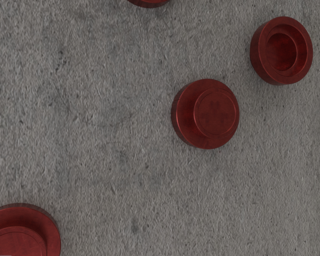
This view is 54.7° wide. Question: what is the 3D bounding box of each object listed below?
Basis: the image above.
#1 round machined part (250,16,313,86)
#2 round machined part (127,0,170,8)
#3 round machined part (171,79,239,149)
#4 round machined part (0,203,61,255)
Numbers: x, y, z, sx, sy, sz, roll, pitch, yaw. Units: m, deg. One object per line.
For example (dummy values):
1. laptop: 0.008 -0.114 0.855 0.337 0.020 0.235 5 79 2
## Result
1. round machined part: 0.175 -0.112 0.464 0.099 0.042 0.097 0 90 -20
2. round machined part: -0.013 -0.209 0.395 0.099 0.042 0.097 0 90 -20
3. round machined part: 0.068 -0.019 0.425 0.099 0.042 0.097 0 90 -20
4. round machined part: -0.161 0.136 0.341 0.099 0.042 0.097 0 90 -20
